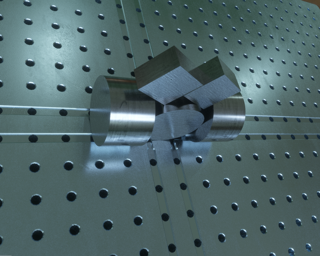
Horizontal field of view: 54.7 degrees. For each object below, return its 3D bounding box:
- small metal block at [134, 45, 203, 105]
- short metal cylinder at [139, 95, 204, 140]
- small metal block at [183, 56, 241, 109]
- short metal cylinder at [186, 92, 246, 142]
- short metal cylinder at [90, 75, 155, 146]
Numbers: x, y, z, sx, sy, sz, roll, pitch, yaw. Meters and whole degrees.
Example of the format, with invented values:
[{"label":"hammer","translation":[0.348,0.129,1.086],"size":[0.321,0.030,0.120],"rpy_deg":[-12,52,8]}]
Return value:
[{"label":"small metal block","translation":[0.009,-0.053,0.325],"size":[0.050,0.050,0.025],"rpy_deg":[25,45,-54]},{"label":"short metal cylinder","translation":[0.010,-0.024,0.393],"size":[0.081,0.080,0.050],"rpy_deg":[1,62,-28]},{"label":"small metal block","translation":[0.057,-0.050,0.355],"size":[0.050,0.050,0.025],"rpy_deg":[24,46,-53]},{"label":"short metal cylinder","translation":[0.069,-0.021,0.422],"size":[0.050,0.080,0.080],"rpy_deg":[0,62,-27]},{"label":"short metal cylinder","translation":[-0.046,-0.019,0.359],"size":[0.050,0.080,0.080],"rpy_deg":[1,61,-28]}]
